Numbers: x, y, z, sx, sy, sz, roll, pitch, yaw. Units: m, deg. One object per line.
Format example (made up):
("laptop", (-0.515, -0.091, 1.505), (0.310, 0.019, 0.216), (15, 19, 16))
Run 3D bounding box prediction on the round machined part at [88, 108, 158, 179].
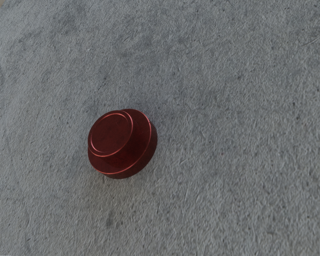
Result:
("round machined part", (-0.056, 0.015, 0.414), (0.098, 0.042, 0.098), (-13, 56, 21))
